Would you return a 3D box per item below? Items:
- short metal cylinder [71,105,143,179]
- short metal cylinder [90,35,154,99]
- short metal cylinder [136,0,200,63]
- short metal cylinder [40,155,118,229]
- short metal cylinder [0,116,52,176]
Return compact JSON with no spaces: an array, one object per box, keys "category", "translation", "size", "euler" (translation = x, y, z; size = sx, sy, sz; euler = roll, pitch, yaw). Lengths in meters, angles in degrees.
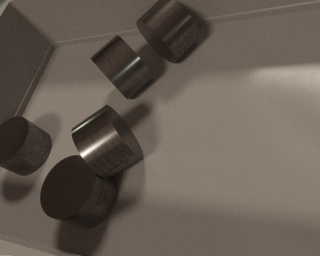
[{"category":"short metal cylinder","translation":[-0.065,0.018,0.392],"size":[0.050,0.080,0.080],"euler":[-34,52,5]},{"category":"short metal cylinder","translation":[-0.055,-0.088,0.451],"size":[0.050,0.080,0.080],"euler":[-41,51,0]},{"category":"short metal cylinder","translation":[0.012,-0.141,0.450],"size":[0.050,0.080,0.080],"euler":[-45,51,-3]},{"category":"short metal cylinder","translation":[-0.101,0.081,0.391],"size":[0.080,0.050,0.080],"euler":[-13,56,21]},{"category":"short metal cylinder","translation":[-0.219,0.029,0.484],"size":[0.080,0.050,0.080],"euler":[-13,56,20]}]
